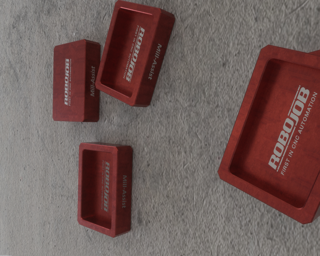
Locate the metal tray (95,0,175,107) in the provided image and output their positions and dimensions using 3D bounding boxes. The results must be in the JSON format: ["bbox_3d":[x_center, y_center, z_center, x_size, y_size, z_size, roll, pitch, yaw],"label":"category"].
[{"bbox_3d":[-0.039,-0.104,0.433,0.090,0.030,0.129,28,107,36],"label":"metal tray"}]

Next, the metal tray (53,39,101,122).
[{"bbox_3d":[-0.141,-0.075,0.518,0.090,0.030,0.129,2,92,40],"label":"metal tray"}]

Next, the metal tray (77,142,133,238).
[{"bbox_3d":[-0.085,0.089,0.472,0.090,0.030,0.129,3,92,40],"label":"metal tray"}]

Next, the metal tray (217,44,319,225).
[{"bbox_3d":[0.113,0.003,0.268,0.090,0.030,0.129,27,107,37],"label":"metal tray"}]

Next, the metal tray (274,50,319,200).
[{"bbox_3d":[0.158,-0.005,0.271,0.090,0.030,0.129,-10,83,39],"label":"metal tray"}]
